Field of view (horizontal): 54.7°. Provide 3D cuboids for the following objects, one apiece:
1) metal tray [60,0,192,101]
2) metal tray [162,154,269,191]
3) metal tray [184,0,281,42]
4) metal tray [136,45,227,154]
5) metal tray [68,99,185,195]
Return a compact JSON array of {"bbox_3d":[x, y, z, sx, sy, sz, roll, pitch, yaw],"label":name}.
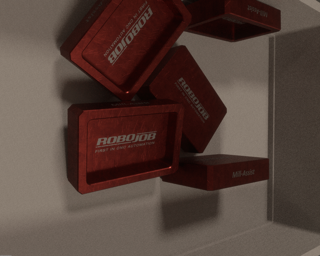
[{"bbox_3d":[-0.033,-0.104,0.341,0.130,0.030,0.090,-53,132,-3],"label":"metal tray"},{"bbox_3d":[0.079,0.058,0.432,0.131,0.090,0.030,0,90,-40],"label":"metal tray"},{"bbox_3d":[0.103,-0.158,0.452,0.131,0.090,0.030,-3,92,-40],"label":"metal tray"},{"bbox_3d":[0.036,-0.037,0.435,0.130,0.030,0.090,50,60,-29],"label":"metal tray"},{"bbox_3d":[-0.035,0.016,0.352,0.131,0.030,0.089,-7,110,-35],"label":"metal tray"}]
